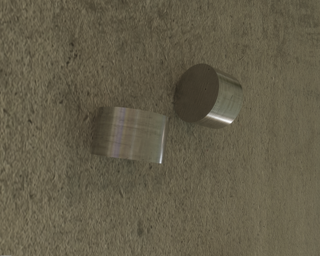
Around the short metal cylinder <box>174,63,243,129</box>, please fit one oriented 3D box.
[{"bbox_3d":[0.065,-0.042,0.423,0.050,0.080,0.080,13,82,-40],"label":"short metal cylinder"}]

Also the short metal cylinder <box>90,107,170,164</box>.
[{"bbox_3d":[-0.032,0.009,0.342,0.081,0.080,0.050,13,82,-39],"label":"short metal cylinder"}]
